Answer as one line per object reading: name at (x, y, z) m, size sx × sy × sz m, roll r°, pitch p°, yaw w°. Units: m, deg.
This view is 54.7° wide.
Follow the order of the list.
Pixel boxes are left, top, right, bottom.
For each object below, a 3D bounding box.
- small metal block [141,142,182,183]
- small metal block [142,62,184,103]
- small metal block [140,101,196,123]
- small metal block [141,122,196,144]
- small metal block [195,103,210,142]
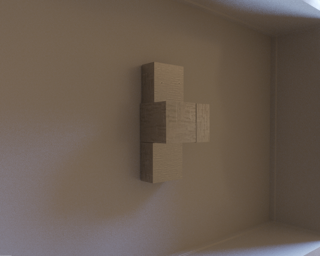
small metal block at (0.003, 0.043, 0.406) m, size 0.050 × 0.025 × 0.050 m, roll 0°, pitch 90°, yaw -40°
small metal block at (0.004, -0.057, 0.407) m, size 0.050 × 0.025 × 0.050 m, roll 0°, pitch 90°, yaw -40°
small metal block at (0.010, -0.019, 0.396) m, size 0.050 × 0.050 × 0.025 m, roll 0°, pitch 91°, yaw -40°
small metal block at (0.010, 0.005, 0.397) m, size 0.050 × 0.050 × 0.025 m, roll 0°, pitch 91°, yaw -40°
small metal block at (0.040, -0.007, 0.421) m, size 0.025 × 0.050 × 0.050 m, roll 0°, pitch 90°, yaw -40°
